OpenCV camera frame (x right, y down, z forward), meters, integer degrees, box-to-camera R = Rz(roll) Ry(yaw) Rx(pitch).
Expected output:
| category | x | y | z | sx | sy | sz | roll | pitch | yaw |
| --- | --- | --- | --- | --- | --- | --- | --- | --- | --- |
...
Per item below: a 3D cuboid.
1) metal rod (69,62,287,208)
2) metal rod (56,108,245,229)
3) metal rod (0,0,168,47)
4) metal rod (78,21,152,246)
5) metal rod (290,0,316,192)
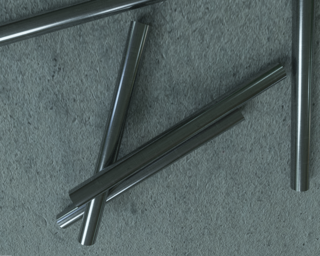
| category | x | y | z | sx | sy | sz | roll | pitch | yaw |
| --- | --- | --- | --- | --- | --- | --- | --- | --- | --- |
| metal rod | 0.022 | 0.008 | 0.385 | 0.301 | 0.025 | 0.025 | -32 | 108 | -1 |
| metal rod | -0.020 | 0.058 | 0.430 | 0.300 | 0.025 | 0.025 | -33 | 107 | 11 |
| metal rod | -0.088 | -0.135 | 0.358 | 0.301 | 0.025 | 0.025 | -14 | 110 | 4 |
| metal rod | -0.062 | 0.017 | 0.398 | 0.025 | 0.025 | 0.298 | 15 | 103 | -6 |
| metal rod | 0.180 | -0.054 | 0.392 | 0.025 | 0.025 | 0.298 | -8 | 110 | 2 |
